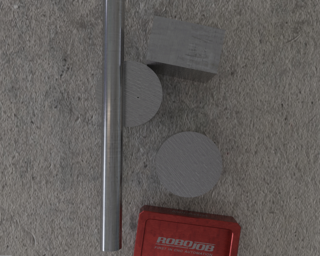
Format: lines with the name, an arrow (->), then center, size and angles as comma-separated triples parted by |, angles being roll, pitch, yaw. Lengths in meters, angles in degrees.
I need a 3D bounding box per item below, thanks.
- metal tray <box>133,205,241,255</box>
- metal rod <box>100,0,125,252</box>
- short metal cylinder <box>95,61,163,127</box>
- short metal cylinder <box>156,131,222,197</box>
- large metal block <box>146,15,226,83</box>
metal tray -> 0.033, 0.157, 0.407 | 0.131, 0.030, 0.089 | 8, 90, 0
metal rod -> -0.055, -0.010, 0.359 | 0.025, 0.025, 0.298 | 1, 90, 0
short metal cylinder -> -0.037, -0.041, 0.397 | 0.081, 0.050, 0.079 | 0, 90, 0
short metal cylinder -> 0.035, 0.044, 0.398 | 0.081, 0.050, 0.079 | 0, 90, 0
large metal block -> 0.029, -0.092, 0.383 | 0.080, 0.080, 0.050 | 11, 90, 0
